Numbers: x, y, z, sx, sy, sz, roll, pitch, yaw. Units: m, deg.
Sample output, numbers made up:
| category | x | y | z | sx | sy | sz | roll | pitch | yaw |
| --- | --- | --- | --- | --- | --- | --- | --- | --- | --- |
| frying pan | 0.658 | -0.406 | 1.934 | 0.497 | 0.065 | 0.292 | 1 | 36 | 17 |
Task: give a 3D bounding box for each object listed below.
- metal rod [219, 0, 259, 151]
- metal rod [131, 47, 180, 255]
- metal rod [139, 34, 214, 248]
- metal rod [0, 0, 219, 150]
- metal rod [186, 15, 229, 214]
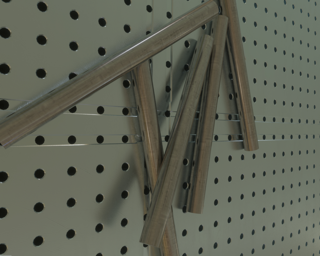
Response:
| category | x | y | z | sx | sy | sz | roll | pitch | yaw |
| --- | --- | --- | --- | --- | --- | --- | --- | --- | --- |
| metal rod | 0.129 | -0.107 | 0.515 | 0.025 | 0.025 | 0.298 | -20 | 103 | -38 |
| metal rod | -0.005 | 0.047 | 0.403 | 0.025 | 0.025 | 0.298 | -15 | 100 | -39 |
| metal rod | 0.029 | 0.000 | 0.407 | 0.025 | 0.025 | 0.300 | 34 | 61 | -35 |
| metal rod | -0.041 | -0.074 | 0.347 | 0.301 | 0.025 | 0.025 | -38 | 114 | -25 |
| metal rod | 0.072 | -0.025 | 0.468 | 0.025 | 0.025 | 0.299 | 15 | 81 | -39 |
